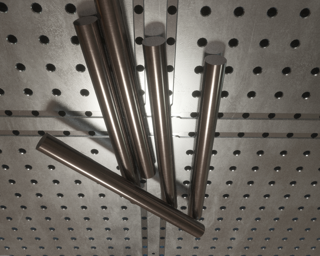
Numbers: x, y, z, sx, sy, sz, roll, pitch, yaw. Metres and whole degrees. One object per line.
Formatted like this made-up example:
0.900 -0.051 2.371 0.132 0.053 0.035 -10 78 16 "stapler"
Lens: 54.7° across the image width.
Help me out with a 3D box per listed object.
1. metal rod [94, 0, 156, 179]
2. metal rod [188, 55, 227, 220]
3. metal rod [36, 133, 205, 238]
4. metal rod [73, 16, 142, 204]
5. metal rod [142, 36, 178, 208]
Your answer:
-0.038 -0.045 0.372 0.025 0.025 0.298 -6 130 5 "metal rod"
0.061 0.037 0.443 0.025 0.025 0.298 0 130 -1 "metal rod"
-0.041 0.095 0.458 0.301 0.025 0.025 36 121 -27 "metal rod"
-0.057 0.003 0.412 0.025 0.025 0.298 -6 130 4 "metal rod"
0.005 0.020 0.428 0.025 0.025 0.298 -4 130 3 "metal rod"
